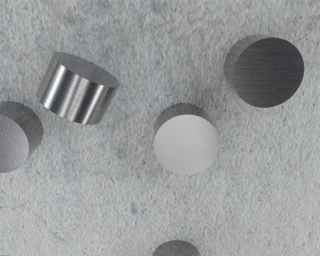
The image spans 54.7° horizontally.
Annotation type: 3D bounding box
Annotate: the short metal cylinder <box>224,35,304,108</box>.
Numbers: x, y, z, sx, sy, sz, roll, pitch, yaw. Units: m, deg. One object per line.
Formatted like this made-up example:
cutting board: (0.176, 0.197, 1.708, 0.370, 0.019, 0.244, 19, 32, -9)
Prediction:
short metal cylinder: (0.122, -0.070, 0.373, 0.081, 0.050, 0.079, 0, 110, -1)

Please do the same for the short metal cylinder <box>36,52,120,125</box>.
short metal cylinder: (-0.095, -0.047, 0.362, 0.080, 0.080, 0.050, 27, 108, -10)

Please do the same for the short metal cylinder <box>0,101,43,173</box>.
short metal cylinder: (-0.199, 0.011, 0.398, 0.081, 0.050, 0.079, 0, 110, -1)

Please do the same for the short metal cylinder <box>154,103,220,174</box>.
short metal cylinder: (0.032, 0.013, 0.402, 0.081, 0.050, 0.079, 0, 110, -1)

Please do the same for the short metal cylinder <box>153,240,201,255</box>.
short metal cylinder: (0.027, 0.223, 0.479, 0.081, 0.050, 0.079, 0, 110, -1)
